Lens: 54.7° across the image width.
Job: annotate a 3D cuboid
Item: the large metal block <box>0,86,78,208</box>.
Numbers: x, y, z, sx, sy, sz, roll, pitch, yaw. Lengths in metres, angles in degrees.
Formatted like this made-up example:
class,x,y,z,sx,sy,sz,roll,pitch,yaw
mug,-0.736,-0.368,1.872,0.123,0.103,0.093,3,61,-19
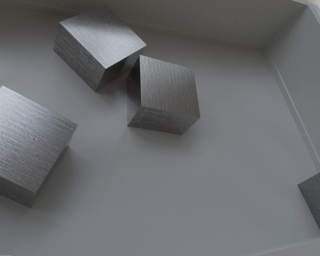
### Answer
class,x,y,z,sx,sy,sz,roll,pitch,yaw
large metal block,-0.140,0.019,0.303,0.080,0.050,0.080,29,52,-10

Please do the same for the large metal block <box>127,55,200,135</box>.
class,x,y,z,sx,sy,sz,roll,pitch,yaw
large metal block,0.002,-0.042,0.416,0.081,0.050,0.080,10,57,-23

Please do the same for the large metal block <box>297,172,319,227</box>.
class,x,y,z,sx,sy,sz,roll,pitch,yaw
large metal block,0.255,0.100,0.437,0.050,0.080,0.080,-13,66,-14

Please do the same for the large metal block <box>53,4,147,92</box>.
class,x,y,z,sx,sy,sz,roll,pitch,yaw
large metal block,-0.079,-0.107,0.412,0.080,0.050,0.080,45,51,3
